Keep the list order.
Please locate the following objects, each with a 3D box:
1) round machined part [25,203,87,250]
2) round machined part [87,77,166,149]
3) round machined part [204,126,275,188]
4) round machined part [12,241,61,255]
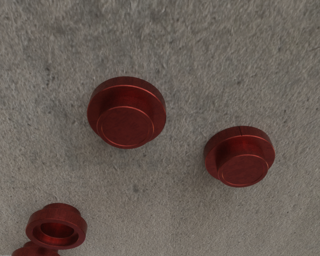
[{"bbox_3d":[-0.175,0.167,0.535,0.099,0.042,0.097,-1,130,0],"label":"round machined part"},{"bbox_3d":[-0.041,-0.012,0.386,0.099,0.042,0.097,-1,130,0],"label":"round machined part"},{"bbox_3d":[0.113,0.047,0.438,0.099,0.042,0.097,-1,130,0],"label":"round machined part"},{"bbox_3d":[-0.242,0.259,0.613,0.099,0.042,0.097,-1,130,0],"label":"round machined part"}]
